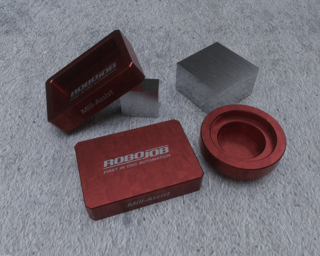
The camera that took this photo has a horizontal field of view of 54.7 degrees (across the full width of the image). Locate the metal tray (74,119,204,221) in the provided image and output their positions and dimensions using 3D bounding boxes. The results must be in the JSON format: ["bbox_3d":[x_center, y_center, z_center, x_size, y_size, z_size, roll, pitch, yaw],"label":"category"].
[{"bbox_3d":[-0.026,0.044,0.362,0.131,0.030,0.090,-14,51,-12],"label":"metal tray"}]

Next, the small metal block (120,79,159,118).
[{"bbox_3d":[-0.027,-0.040,0.420,0.050,0.050,0.025,2,50,2],"label":"small metal block"}]

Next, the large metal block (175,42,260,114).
[{"bbox_3d":[0.080,-0.070,0.447,0.080,0.050,0.080,-32,57,-24],"label":"large metal block"}]

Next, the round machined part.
[{"bbox_3d":[0.097,0.020,0.376,0.099,0.042,0.098,0,50,0],"label":"round machined part"}]

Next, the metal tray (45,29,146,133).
[{"bbox_3d":[-0.090,-0.063,0.408,0.130,0.030,0.090,-32,47,11],"label":"metal tray"}]
